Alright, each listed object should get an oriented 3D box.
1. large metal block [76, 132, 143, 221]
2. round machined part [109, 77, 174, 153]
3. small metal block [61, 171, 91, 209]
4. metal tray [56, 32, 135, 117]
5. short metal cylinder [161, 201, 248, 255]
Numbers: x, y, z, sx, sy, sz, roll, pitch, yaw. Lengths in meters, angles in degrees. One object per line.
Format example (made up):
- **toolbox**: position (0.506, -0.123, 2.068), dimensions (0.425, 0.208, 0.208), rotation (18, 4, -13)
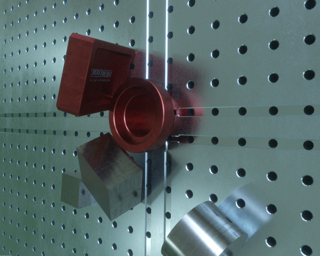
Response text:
- **large metal block**: position (-0.069, 0.067, 0.429), dimensions (0.080, 0.050, 0.079), rotation (44, 147, 31)
- **round machined part**: position (-0.020, -0.016, 0.414), dimensions (0.098, 0.042, 0.097), rotation (-1, 88, 39)
- **small metal block**: position (-0.143, 0.104, 0.527), dimensions (0.050, 0.025, 0.050), rotation (8, 95, 39)
- **metal tray**: position (-0.078, -0.068, 0.405), dimensions (0.030, 0.130, 0.089), rotation (18, 103, 12)
- **short metal cylinder**: position (0.048, 0.126, 0.334), dimensions (0.050, 0.081, 0.079), rotation (40, 114, 33)
